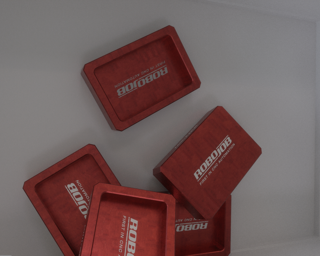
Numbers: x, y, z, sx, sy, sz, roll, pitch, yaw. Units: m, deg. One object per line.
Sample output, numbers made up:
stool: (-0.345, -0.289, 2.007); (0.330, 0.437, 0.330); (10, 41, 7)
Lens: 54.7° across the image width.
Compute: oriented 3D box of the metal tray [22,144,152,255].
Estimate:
metal tray: (-0.082, 0.095, 0.358); (0.090, 0.030, 0.130); (-32, 85, -17)

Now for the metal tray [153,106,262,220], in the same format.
metal tray: (0.066, 0.044, 0.411); (0.090, 0.030, 0.131); (47, 65, -3)

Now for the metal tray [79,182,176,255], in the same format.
metal tray: (-0.033, 0.125, 0.305); (0.091, 0.030, 0.130); (12, 52, -12)

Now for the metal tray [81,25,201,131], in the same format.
metal tray: (-0.022, -0.064, 0.399); (0.131, 0.030, 0.090); (-30, 100, -18)

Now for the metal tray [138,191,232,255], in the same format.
metal tray: (0.032, 0.132, 0.419); (0.131, 0.030, 0.089); (1, 90, -20)
